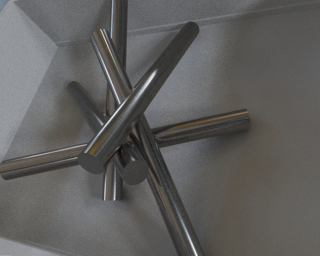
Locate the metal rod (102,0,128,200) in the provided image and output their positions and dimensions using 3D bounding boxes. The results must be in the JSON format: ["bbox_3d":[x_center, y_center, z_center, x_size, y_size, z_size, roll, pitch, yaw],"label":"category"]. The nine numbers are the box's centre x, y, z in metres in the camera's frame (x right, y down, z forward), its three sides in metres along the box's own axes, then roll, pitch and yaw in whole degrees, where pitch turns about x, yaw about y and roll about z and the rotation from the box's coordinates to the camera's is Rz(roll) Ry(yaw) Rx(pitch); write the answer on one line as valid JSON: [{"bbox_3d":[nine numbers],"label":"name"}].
[{"bbox_3d":[-0.059,-0.055,0.420,0.025,0.025,0.299,-7,74,25],"label":"metal rod"}]

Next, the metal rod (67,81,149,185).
[{"bbox_3d":[-0.083,-0.014,0.398,0.025,0.025,0.300,-45,33,-3],"label":"metal rod"}]

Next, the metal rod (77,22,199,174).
[{"bbox_3d":[-0.005,-0.061,0.368,0.025,0.025,0.301,-1,36,27],"label":"metal rod"}]

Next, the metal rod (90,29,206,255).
[{"bbox_3d":[-0.018,0.015,0.343,0.025,0.025,0.299,-28,72,11],"label":"metal rod"}]

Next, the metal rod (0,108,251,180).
[{"bbox_3d":[-0.045,0.021,0.372,0.301,0.025,0.025,-12,56,5],"label":"metal rod"}]
